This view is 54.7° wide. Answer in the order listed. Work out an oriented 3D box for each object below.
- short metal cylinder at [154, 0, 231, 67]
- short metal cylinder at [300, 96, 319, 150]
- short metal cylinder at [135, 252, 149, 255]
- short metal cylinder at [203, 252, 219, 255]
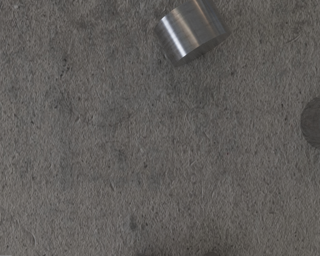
[{"bbox_3d":[0.040,-0.117,0.383,0.080,0.080,0.050,-29,90,0],"label":"short metal cylinder"},{"bbox_3d":[0.232,-0.007,0.399,0.081,0.050,0.080,0,90,0],"label":"short metal cylinder"},{"bbox_3d":[-0.019,0.202,0.382,0.050,0.080,0.080,20,90,0],"label":"short metal cylinder"},{"bbox_3d":[0.064,0.204,0.383,0.050,0.080,0.080,40,90,0],"label":"short metal cylinder"}]
